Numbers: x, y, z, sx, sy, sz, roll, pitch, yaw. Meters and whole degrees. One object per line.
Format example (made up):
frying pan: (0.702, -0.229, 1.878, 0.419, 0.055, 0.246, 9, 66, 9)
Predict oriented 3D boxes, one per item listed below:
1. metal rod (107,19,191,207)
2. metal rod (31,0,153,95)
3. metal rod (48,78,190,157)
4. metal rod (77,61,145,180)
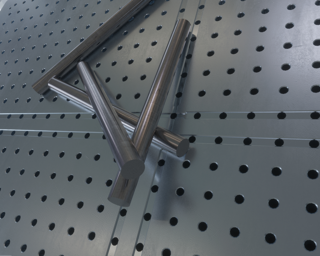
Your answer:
metal rod: (-0.004, -0.042, 0.411, 0.025, 0.025, 0.300, -1, 53, 28)
metal rod: (-0.114, -0.167, 0.572, 0.300, 0.025, 0.025, -41, 51, 0)
metal rod: (-0.081, -0.027, 0.468, 0.300, 0.025, 0.025, 25, 76, 37)
metal rod: (-0.081, -0.032, 0.428, 0.025, 0.025, 0.300, -39, 37, 2)
